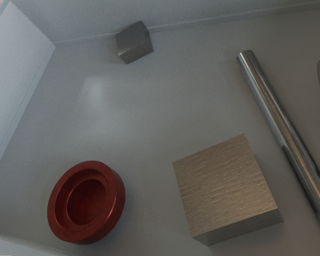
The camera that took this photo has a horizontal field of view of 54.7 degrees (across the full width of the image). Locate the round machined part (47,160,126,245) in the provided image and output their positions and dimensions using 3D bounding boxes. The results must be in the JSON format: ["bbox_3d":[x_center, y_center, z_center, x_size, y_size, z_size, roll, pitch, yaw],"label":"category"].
[{"bbox_3d":[-0.085,0.093,0.381,0.098,0.042,0.098,-13,56,20],"label":"round machined part"}]

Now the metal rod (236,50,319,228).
[{"bbox_3d":[0.140,0.027,0.315,0.025,0.025,0.299,-24,53,13],"label":"metal rod"}]

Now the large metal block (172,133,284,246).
[{"bbox_3d":[0.067,0.064,0.315,0.080,0.050,0.080,-24,53,13],"label":"large metal block"}]

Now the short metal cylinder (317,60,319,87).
[{"bbox_3d":[0.191,-0.036,0.293,0.050,0.080,0.080,-20,54,16],"label":"short metal cylinder"}]

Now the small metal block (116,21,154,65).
[{"bbox_3d":[-0.043,-0.140,0.509,0.050,0.025,0.050,-23,57,17],"label":"small metal block"}]
